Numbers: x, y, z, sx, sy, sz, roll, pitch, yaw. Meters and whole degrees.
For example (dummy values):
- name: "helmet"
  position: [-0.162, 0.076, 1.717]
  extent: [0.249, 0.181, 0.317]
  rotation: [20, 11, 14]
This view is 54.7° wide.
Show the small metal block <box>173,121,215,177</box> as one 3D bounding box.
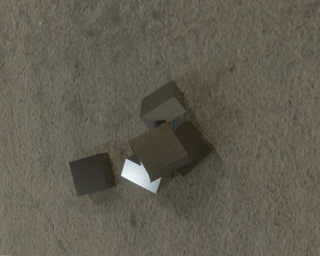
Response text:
- name: "small metal block"
  position: [0.034, 0.026, 0.396]
  extent: [0.050, 0.025, 0.050]
  rotation: [-45, 76, 14]

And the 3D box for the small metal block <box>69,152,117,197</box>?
- name: "small metal block"
  position: [-0.096, 0.066, 0.441]
  extent: [0.050, 0.025, 0.050]
  rotation: [-17, 84, 18]

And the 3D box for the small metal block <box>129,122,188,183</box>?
- name: "small metal block"
  position: [-0.002, 0.028, 0.366]
  extent: [0.050, 0.025, 0.050]
  rotation: [-27, 61, -12]

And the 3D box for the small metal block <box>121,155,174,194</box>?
- name: "small metal block"
  position: [-0.013, 0.053, 0.397]
  extent: [0.050, 0.050, 0.025]
  rotation: [24, 111, 18]

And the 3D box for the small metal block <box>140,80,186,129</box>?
- name: "small metal block"
  position: [0.003, -0.029, 0.391]
  extent: [0.050, 0.050, 0.025]
  rotation: [-31, 116, 17]
